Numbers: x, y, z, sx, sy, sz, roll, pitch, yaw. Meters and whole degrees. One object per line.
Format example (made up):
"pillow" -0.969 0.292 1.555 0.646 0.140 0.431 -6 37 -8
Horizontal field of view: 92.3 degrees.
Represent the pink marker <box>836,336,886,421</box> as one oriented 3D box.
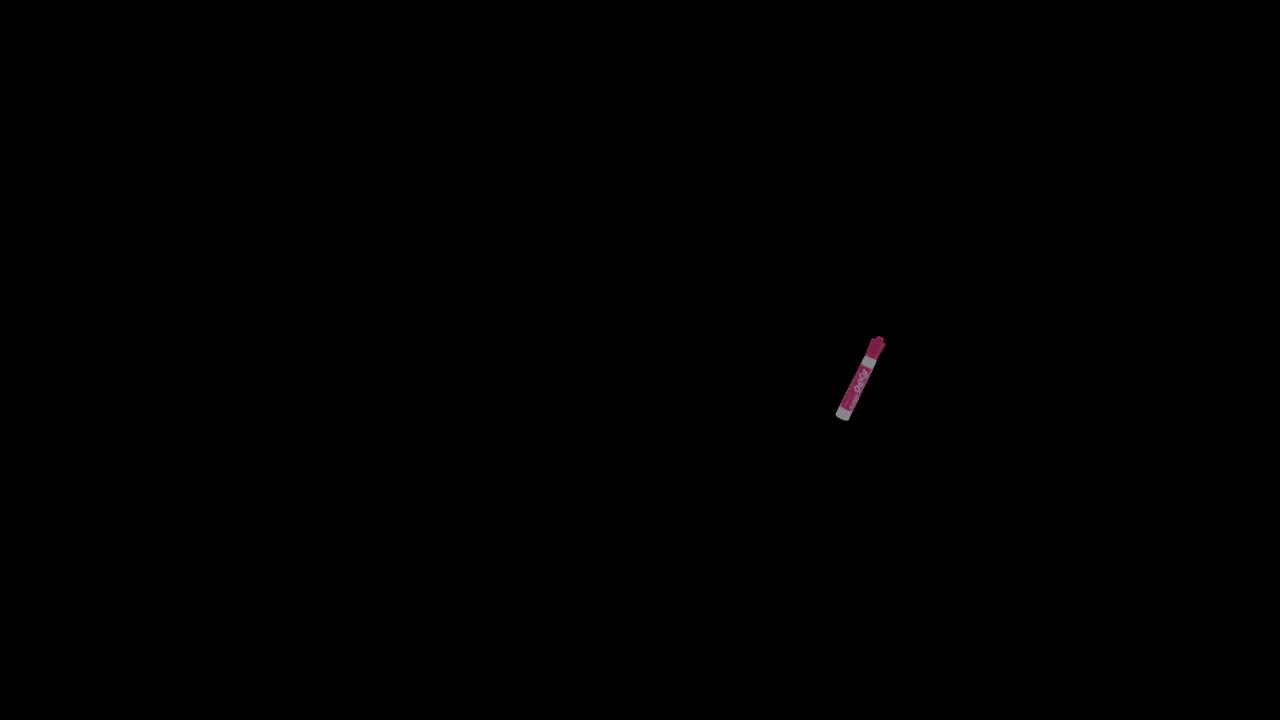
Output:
"pink marker" 0.292 0.024 0.814 0.020 0.121 0.020 17 20 -6
